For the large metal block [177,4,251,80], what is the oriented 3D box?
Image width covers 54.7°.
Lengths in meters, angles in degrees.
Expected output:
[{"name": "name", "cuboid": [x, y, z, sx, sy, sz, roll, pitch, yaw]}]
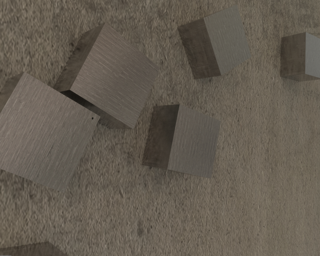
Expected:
[{"name": "large metal block", "cuboid": [0.082, -0.126, 0.457, 0.081, 0.050, 0.080, -34, 111, -35]}]

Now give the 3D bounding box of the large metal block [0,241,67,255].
[{"name": "large metal block", "cuboid": [-0.113, 0.156, 0.275, 0.050, 0.080, 0.080, 7, 86, -40]}]

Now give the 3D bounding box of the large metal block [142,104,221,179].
[{"name": "large metal block", "cuboid": [0.030, 0.019, 0.413, 0.080, 0.050, 0.080, 18, 79, -39]}]

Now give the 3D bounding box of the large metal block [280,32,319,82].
[{"name": "large metal block", "cuboid": [0.290, -0.142, 0.631, 0.081, 0.050, 0.080, 2, 89, -40]}]

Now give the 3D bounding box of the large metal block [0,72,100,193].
[{"name": "large metal block", "cuboid": [-0.117, 0.006, 0.291, 0.080, 0.050, 0.080, 34, 69, -35]}]

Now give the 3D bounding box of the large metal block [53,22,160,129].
[{"name": "large metal block", "cuboid": [-0.058, -0.052, 0.340, 0.080, 0.050, 0.080, 34, 69, -35]}]
